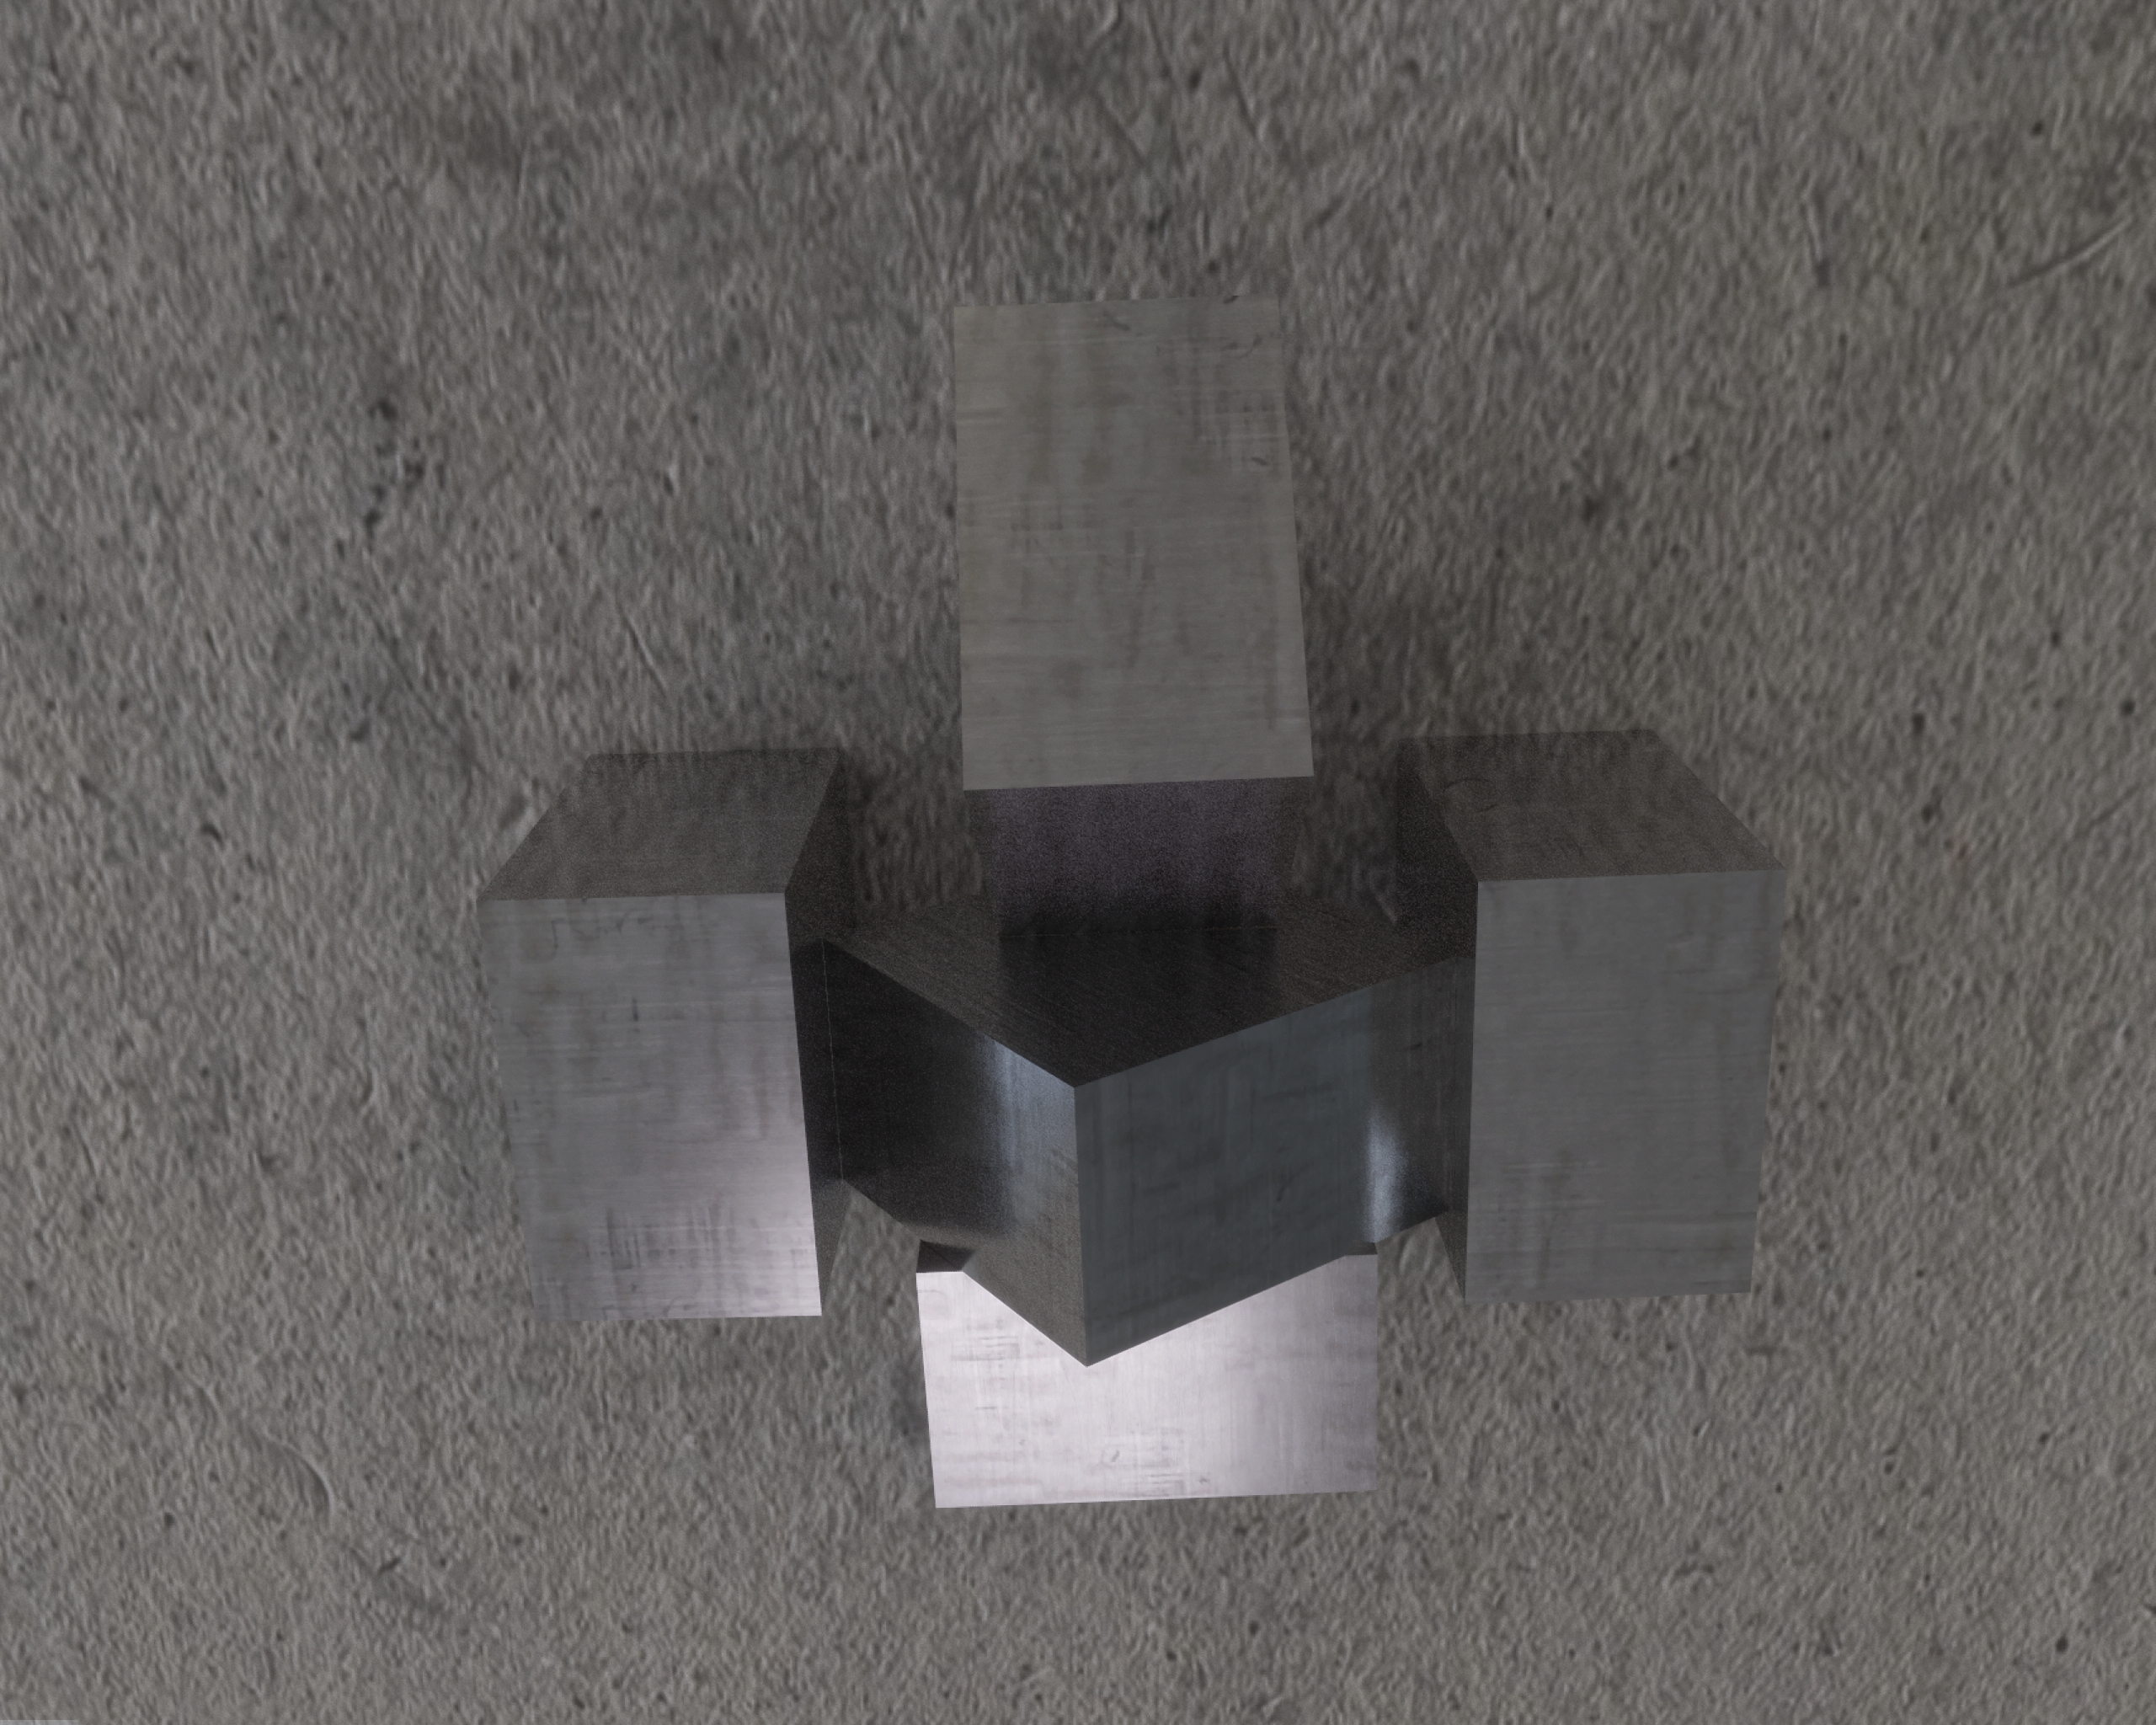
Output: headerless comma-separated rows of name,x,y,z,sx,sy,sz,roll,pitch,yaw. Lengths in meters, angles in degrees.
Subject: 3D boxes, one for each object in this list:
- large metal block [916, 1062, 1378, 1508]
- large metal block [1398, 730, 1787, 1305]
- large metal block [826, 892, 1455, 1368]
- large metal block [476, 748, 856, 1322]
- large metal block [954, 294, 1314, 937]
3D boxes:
large metal block,0.013,0.079,0.409,0.080,0.080,0.050,-2,111,1
large metal block,0.091,0.026,0.390,0.050,0.080,0.079,-2,110,0
large metal block,0.010,0.038,0.378,0.081,0.080,0.050,-15,114,-32
large metal block,-0.071,0.029,0.390,0.050,0.080,0.079,-2,110,1
large metal block,0.008,-0.037,0.349,0.050,0.080,0.080,-2,72,1
